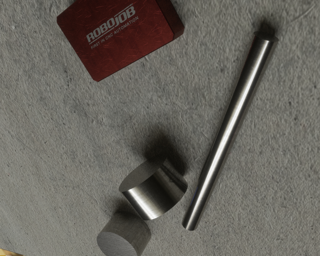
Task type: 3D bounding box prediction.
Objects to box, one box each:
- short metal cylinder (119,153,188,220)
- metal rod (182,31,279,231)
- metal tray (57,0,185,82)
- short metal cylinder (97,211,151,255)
[{"bbox_3d":[-0.009,0.079,0.425,0.080,0.080,0.050,-28,103,37],"label":"short metal cylinder"},{"bbox_3d":[0.074,0.029,0.385,0.025,0.025,0.298,24,127,14],"label":"metal rod"},{"bbox_3d":[-0.049,-0.118,0.356,0.130,0.030,0.090,-20,108,35],"label":"metal tray"},{"bbox_3d":[-0.063,0.194,0.544,0.080,0.050,0.079,13,124,21],"label":"short metal cylinder"}]
